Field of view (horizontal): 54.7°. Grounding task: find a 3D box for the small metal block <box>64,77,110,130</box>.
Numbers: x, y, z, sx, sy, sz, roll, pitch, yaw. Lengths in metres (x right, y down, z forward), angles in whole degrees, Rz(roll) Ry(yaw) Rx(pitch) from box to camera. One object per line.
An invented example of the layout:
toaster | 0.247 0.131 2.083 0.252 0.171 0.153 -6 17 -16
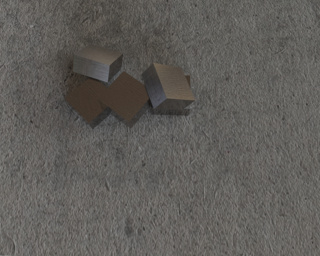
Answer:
small metal block | -0.091 -0.035 0.421 0.050 0.025 0.050 -43 76 -14

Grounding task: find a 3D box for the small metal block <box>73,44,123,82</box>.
small metal block | -0.085 -0.091 0.429 0.050 0.025 0.050 18 34 6

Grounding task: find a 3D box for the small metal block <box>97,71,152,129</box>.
small metal block | -0.042 -0.036 0.394 0.050 0.025 0.050 36 74 12

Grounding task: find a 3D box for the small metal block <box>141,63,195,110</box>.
small metal block | 0.011 -0.051 0.388 0.050 0.025 0.050 -1 64 -44

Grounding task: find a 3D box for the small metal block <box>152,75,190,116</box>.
small metal block | 0.015 -0.045 0.426 0.050 0.025 0.050 2 70 0
